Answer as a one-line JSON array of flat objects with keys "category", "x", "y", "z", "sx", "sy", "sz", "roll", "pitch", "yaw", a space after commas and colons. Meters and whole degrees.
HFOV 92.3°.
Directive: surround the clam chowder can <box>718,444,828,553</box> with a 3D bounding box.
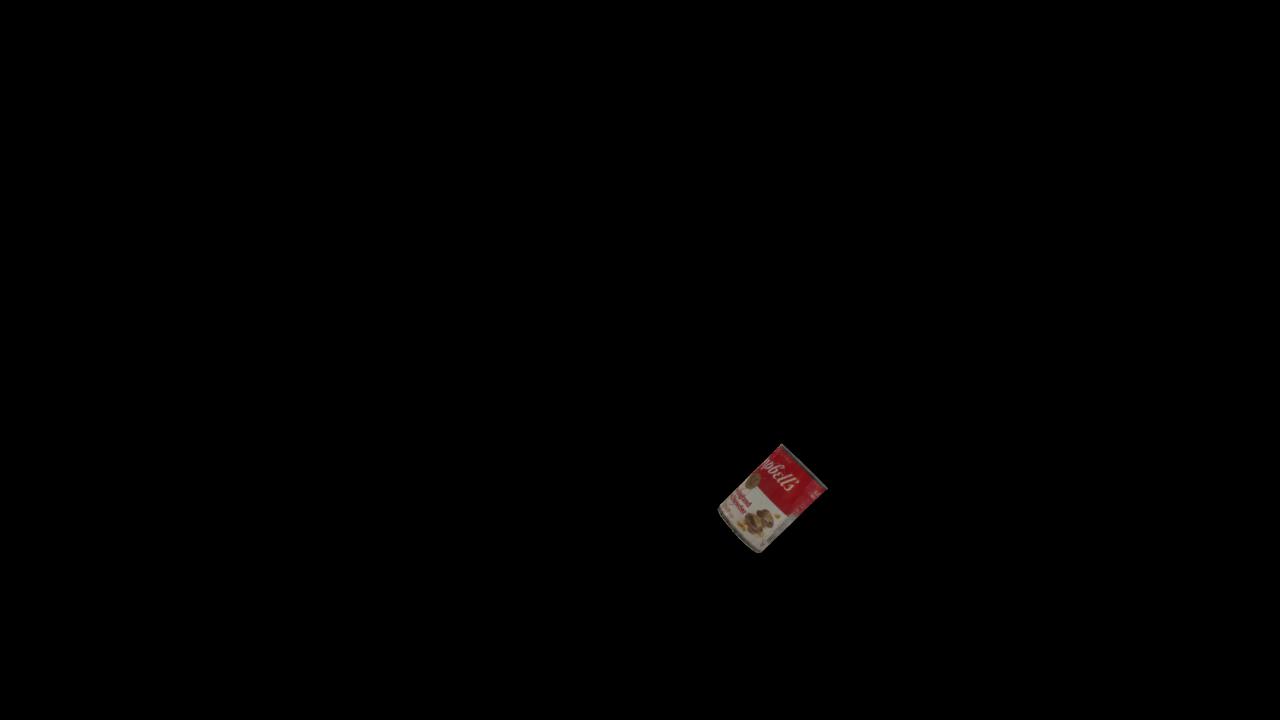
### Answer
[{"category": "clam chowder can", "x": 0.142, "y": 0.150, "z": 0.665, "sx": 0.068, "sy": 0.102, "sz": 0.068, "roll": 43, "pitch": 5, "yaw": -4}]
